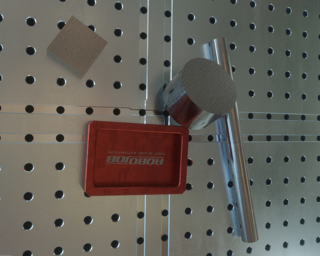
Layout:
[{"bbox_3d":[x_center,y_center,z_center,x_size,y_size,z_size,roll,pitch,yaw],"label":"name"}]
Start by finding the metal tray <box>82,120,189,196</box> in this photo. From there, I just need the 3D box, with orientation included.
[{"bbox_3d":[-0.030,0.039,0.399,0.131,0.030,0.089,3,89,-21],"label":"metal tray"}]

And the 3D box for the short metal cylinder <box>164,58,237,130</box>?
[{"bbox_3d":[0.052,-0.044,0.405,0.081,0.050,0.080,11,63,-22],"label":"short metal cylinder"}]

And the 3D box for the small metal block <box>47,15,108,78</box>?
[{"bbox_3d":[-0.100,-0.097,0.376,0.050,0.025,0.050,36,78,-17],"label":"small metal block"}]

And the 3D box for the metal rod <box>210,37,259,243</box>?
[{"bbox_3d":[0.109,0.020,0.454,0.025,0.025,0.298,-11,94,-20],"label":"metal rod"}]
